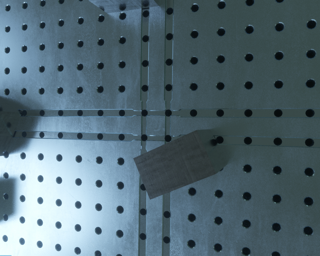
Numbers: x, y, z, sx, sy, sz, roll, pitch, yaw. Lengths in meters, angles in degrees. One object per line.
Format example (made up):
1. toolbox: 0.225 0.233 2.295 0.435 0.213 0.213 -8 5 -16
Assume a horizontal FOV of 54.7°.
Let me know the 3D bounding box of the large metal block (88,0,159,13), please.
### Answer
1. large metal block: -0.048 -0.207 0.415 0.080 0.050 0.079 0 90 19

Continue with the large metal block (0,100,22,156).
1. large metal block: -0.283 -0.007 0.497 0.080 0.050 0.080 27 99 17

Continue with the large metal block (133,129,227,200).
1. large metal block: 0.027 0.041 0.373 0.080 0.080 0.050 -25 82 18
